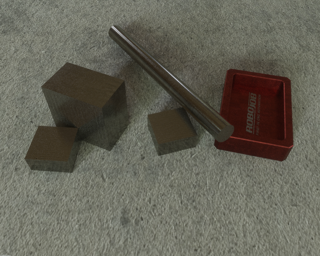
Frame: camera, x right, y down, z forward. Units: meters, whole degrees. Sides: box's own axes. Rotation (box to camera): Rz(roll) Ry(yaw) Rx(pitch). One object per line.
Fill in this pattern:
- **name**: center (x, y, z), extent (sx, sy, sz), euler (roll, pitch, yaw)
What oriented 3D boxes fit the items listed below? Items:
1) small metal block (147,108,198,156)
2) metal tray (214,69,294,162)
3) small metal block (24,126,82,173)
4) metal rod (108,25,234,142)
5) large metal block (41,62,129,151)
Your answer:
- **small metal block**: center (0.015, 0.004, 0.400), extent (0.050, 0.025, 0.050), euler (-13, 51, -11)
- **metal tray**: center (0.128, -0.023, 0.420), extent (0.090, 0.030, 0.130), euler (11, 51, 8)
- **small metal block**: center (-0.129, 0.026, 0.380), extent (0.050, 0.025, 0.050), euler (3, 50, 3)
- **metal rod**: center (-0.002, -0.081, 0.450), extent (0.025, 0.025, 0.300), euler (-25, 48, -20)
- **large metal block**: center (-0.089, -0.026, 0.388), extent (0.080, 0.080, 0.050), euler (20, 52, 15)
